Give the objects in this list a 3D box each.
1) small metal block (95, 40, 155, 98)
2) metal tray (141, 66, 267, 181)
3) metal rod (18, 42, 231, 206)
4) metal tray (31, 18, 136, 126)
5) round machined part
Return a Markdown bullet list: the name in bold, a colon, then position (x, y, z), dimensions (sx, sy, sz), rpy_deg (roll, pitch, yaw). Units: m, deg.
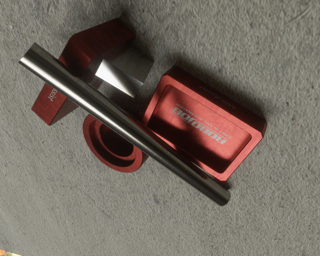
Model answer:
- **small metal block**: position (-0.039, -0.070, 0.362), dimensions (0.050, 0.050, 0.025), rpy_deg (31, 132, -10)
- **metal tray**: position (0.048, -0.004, 0.376), dimensions (0.130, 0.030, 0.089), rpy_deg (33, 129, 6)
- **metal rod**: position (-0.019, 0.013, 0.356), dimensions (0.301, 0.025, 0.025), rpy_deg (38, 133, -27)
- **metal tray**: position (-0.092, -0.066, 0.371), dimensions (0.030, 0.090, 0.129), rpy_deg (45, 129, -3)
- **round machined part**: position (-0.054, 0.010, 0.426), dimensions (0.098, 0.042, 0.097), rpy_deg (18, 131, 23)
